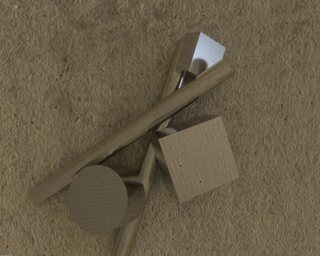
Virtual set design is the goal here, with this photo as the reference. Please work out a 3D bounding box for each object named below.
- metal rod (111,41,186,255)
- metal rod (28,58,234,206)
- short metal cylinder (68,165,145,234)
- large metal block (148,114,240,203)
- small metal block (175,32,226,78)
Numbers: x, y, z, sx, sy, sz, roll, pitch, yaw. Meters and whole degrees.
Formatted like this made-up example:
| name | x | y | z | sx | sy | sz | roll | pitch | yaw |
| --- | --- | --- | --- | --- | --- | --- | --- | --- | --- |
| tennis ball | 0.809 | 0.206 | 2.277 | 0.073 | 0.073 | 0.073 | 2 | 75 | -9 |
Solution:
| name | x | y | z | sx | sy | sz | roll | pitch | yaw |
| --- | --- | --- | --- | --- | --- | --- | --- | --- | --- |
| metal rod | -0.010 | 0.033 | 0.410 | 0.025 | 0.025 | 0.298 | 17 | 90 | 0 |
| metal rod | -0.041 | 0.009 | 0.393 | 0.300 | 0.025 | 0.025 | -34 | 90 | 6 |
| short metal cylinder | -0.065 | 0.086 | 0.385 | 0.080 | 0.050 | 0.080 | -2 | 83 | 20 |
| large metal block | 0.041 | 0.034 | 0.384 | 0.081 | 0.050 | 0.080 | -20 | 99 | -13 |
| small metal block | 0.053 | -0.089 | 0.399 | 0.050 | 0.025 | 0.050 | 17 | 90 | -40 |
